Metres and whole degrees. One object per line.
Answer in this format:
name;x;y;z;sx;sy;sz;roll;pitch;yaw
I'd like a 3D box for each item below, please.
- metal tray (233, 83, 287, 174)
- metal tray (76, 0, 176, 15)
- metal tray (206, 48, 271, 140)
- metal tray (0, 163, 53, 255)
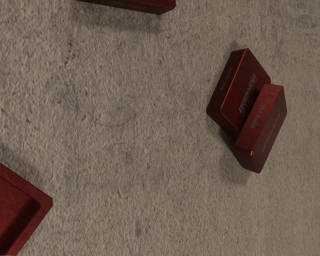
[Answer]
metal tray;0.173;0.002;0.522;0.130;0.030;0.090;-60;145;-15
metal tray;-0.041;-0.191;0.368;0.131;0.030;0.089;-8;95;-40
metal tray;0.135;-0.055;0.518;0.090;0.030;0.130;40;66;-33
metal tray;-0.168;0.092;0.261;0.090;0.030;0.130;48;62;-30
